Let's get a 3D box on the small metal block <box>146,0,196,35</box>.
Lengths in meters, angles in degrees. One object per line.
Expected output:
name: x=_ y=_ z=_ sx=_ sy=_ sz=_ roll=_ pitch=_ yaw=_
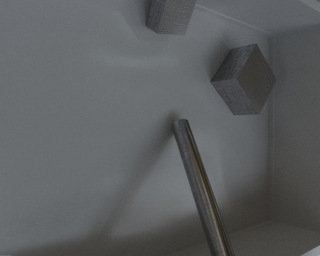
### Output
small metal block: x=0.015 y=-0.151 z=0.405 sx=0.050 sy=0.025 sz=0.050 roll=-11 pitch=133 yaw=-40

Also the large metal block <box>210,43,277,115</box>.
large metal block: x=0.140 y=-0.078 z=0.510 sx=0.080 sy=0.050 sz=0.080 roll=48 pitch=62 yaw=-30

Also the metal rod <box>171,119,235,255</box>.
metal rod: x=0.063 y=0.117 z=0.358 sx=0.025 sy=0.025 sz=0.299 roll=14 pitch=48 yaw=-39
